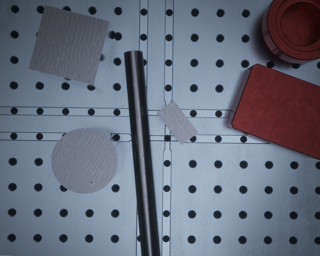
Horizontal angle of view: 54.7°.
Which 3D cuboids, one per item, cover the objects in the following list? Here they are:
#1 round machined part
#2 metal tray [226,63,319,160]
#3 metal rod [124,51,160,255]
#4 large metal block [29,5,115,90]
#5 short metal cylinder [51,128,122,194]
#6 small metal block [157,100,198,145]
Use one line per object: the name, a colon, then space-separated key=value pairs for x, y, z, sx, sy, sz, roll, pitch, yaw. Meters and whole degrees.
round machined part: x=0.183 y=-0.133 z=0.407 sx=0.099 sy=0.042 sz=0.097 roll=0 pitch=90 yaw=-1
metal tray: x=0.167 y=-0.021 z=0.413 sx=0.131 sy=0.030 sz=0.090 roll=20 pitch=90 yaw=-1
metal rod: x=-0.023 y=0.048 z=0.413 sx=0.025 sy=0.025 sz=0.298 roll=-5 pitch=90 yaw=-1
large metal block: x=-0.110 y=-0.101 z=0.399 sx=0.080 sy=0.050 sz=0.080 roll=14 pitch=90 yaw=-1
short metal cylinder: x=-0.092 y=0.040 z=0.400 sx=0.081 sy=0.050 sz=0.079 roll=0 pitch=90 yaw=-1
small metal block: x=0.021 y=-0.007 z=0.401 sx=0.025 sy=0.050 sz=0.050 roll=-38 pitch=90 yaw=0
